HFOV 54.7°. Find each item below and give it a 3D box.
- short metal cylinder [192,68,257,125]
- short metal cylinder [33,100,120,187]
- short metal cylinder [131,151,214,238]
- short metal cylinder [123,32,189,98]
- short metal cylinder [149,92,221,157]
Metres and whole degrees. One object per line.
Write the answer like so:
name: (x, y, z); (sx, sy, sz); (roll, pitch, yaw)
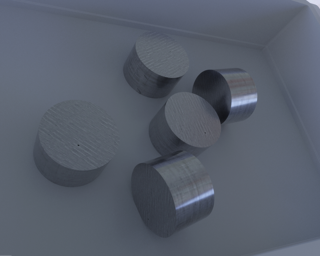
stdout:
short metal cylinder: (0.091, -0.045, 0.447); (0.050, 0.080, 0.080); (-10, 67, -33)
short metal cylinder: (-0.090, 0.017, 0.331); (0.081, 0.050, 0.080); (14, 56, -21)
short metal cylinder: (0.012, 0.069, 0.334); (0.050, 0.080, 0.080); (-15, 70, -34)
short metal cylinder: (-0.006, -0.089, 0.441); (0.081, 0.050, 0.080); (14, 56, -21)
short metal cylinder: (0.032, 0.000, 0.407); (0.081, 0.050, 0.080); (14, 56, -21)
